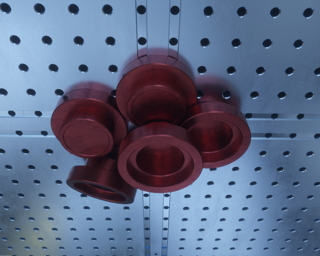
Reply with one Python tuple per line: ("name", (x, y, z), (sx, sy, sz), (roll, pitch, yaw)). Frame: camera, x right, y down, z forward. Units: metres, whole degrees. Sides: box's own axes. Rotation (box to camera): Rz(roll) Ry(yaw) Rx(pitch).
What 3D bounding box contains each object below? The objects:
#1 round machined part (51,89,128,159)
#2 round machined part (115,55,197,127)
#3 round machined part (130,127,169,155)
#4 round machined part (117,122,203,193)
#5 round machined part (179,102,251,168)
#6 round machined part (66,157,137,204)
("round machined part", (-0.091, 0.002, 0.401), (0.099, 0.042, 0.097), (0, 130, 0))
("round machined part", (-0.004, -0.034, 0.372), (0.099, 0.042, 0.097), (0, 130, 0))
("round machined part", (-0.004, 0.041, 0.435), (0.099, 0.042, 0.097), (0, 130, 0))
("round machined part", (0.000, 0.031, 0.370), (0.099, 0.042, 0.097), (0, 130, 0))
("round machined part", (0.064, 0.005, 0.404), (0.099, 0.042, 0.097), (0, 130, 0))
("round machined part", (-0.079, 0.073, 0.444), (0.098, 0.042, 0.098), (12, 154, 6))
